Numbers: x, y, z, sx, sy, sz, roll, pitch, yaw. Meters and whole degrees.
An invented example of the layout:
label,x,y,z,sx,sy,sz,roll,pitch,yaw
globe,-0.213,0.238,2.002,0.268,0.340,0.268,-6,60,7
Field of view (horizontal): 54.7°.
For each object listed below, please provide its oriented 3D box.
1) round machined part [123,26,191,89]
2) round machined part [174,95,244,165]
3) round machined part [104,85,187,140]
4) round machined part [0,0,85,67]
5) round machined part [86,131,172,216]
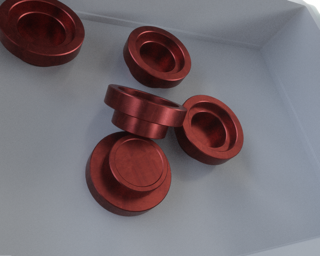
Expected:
label,x,y,z,sx,sy,sz,roll,pitch,yaw
round machined part,-0.007,-0.098,0.452,0.099,0.042,0.098,14,56,-21
round machined part,0.062,0.006,0.426,0.099,0.042,0.098,14,56,-21
round machined part,-0.020,-0.018,0.374,0.099,0.042,0.098,18,11,-3
round machined part,-0.148,-0.116,0.386,0.099,0.042,0.098,14,56,-21
round machined part,-0.030,0.046,0.351,0.099,0.042,0.098,14,56,-21
